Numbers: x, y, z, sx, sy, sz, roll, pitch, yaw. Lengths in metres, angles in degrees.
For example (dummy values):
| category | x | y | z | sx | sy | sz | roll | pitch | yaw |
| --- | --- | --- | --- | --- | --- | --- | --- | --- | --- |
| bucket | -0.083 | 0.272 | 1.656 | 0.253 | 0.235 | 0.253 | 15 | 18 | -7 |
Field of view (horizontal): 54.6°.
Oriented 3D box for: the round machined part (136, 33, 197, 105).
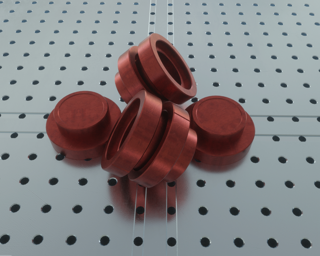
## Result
| category | x | y | z | sx | sy | sz | roll | pitch | yaw |
| --- | --- | --- | --- | --- | --- | --- | --- | --- | --- |
| round machined part | 0.003 | -0.073 | 0.413 | 0.042 | 0.098 | 0.098 | -32 | 45 | 26 |

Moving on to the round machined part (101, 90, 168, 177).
| category | x | y | z | sx | sy | sz | roll | pitch | yaw |
| --- | --- | --- | --- | --- | --- | --- | --- | --- | --- |
| round machined part | -0.023 | 0.010 | 0.346 | 0.042 | 0.098 | 0.098 | 28 | 48 | -18 |

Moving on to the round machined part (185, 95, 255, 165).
| category | x | y | z | sx | sy | sz | roll | pitch | yaw |
| --- | --- | --- | --- | --- | --- | --- | --- | --- | --- |
| round machined part | 0.074 | -0.004 | 0.401 | 0.099 | 0.042 | 0.098 | 0 | 50 | 0 |

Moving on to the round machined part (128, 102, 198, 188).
| category | x | y | z | sx | sy | sz | roll | pitch | yaw |
| --- | --- | --- | --- | --- | --- | --- | --- | --- | --- |
| round machined part | 0.006 | 0.023 | 0.353 | 0.042 | 0.098 | 0.098 | 29 | 48 | -18 |

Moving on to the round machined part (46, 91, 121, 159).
| category | x | y | z | sx | sy | sz | roll | pitch | yaw |
| --- | --- | --- | --- | --- | --- | --- | --- | --- | --- |
| round machined part | -0.099 | -0.011 | 0.405 | 0.099 | 0.042 | 0.098 | 0 | 50 | 0 |

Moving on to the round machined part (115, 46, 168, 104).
| category | x | y | z | sx | sy | sz | roll | pitch | yaw |
| --- | --- | --- | --- | --- | --- | --- | --- | --- | --- |
| round machined part | -0.023 | -0.059 | 0.425 | 0.042 | 0.098 | 0.098 | -32 | 45 | 26 |
